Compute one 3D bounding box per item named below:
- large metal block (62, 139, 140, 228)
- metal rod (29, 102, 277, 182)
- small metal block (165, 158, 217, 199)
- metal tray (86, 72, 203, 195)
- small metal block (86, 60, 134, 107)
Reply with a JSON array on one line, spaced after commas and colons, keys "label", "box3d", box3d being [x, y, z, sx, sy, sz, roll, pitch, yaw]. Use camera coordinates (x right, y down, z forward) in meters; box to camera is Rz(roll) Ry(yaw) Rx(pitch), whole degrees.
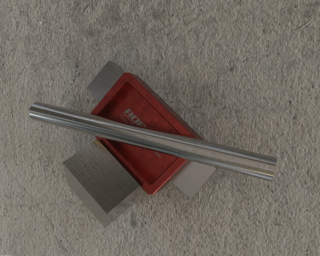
[{"label": "large metal block", "box3d": [-0.076, 0.073, 0.397, 0.050, 0.080, 0.080, -38, 74, -27]}, {"label": "metal rod", "box3d": [-0.024, 0.010, 0.359, 0.301, 0.025, 0.025, 13, 94, 19]}, {"label": "small metal block", "box3d": [0.039, 0.053, 0.396, 0.050, 0.025, 0.050, 40, 102, 15]}, {"label": "metal tray", "box3d": [-0.021, 0.006, 0.387, 0.130, 0.030, 0.090, 45, 104, 14]}, {"label": "small metal block", "box3d": [-0.065, -0.057, 0.432, 0.050, 0.025, 0.050, 46, 104, 14]}]
